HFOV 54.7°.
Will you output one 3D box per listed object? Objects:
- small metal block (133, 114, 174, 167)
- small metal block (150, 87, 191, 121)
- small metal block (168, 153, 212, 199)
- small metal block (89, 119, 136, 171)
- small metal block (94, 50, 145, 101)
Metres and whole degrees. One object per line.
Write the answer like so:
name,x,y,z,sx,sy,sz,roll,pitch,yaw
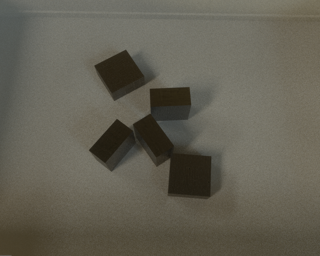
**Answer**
small metal block,-0.008,0.017,0.390,0.025,0.050,0.050,-33,74,-11
small metal block,0.013,-0.030,0.408,0.050,0.050,0.025,-3,70,-1
small metal block,0.037,0.061,0.388,0.050,0.025,0.050,5,70,1
small metal block,-0.057,0.023,0.387,0.025,0.050,0.050,36,74,12
small metal block,-0.056,-0.074,0.436,0.050,0.025,0.050,-30,73,-11
